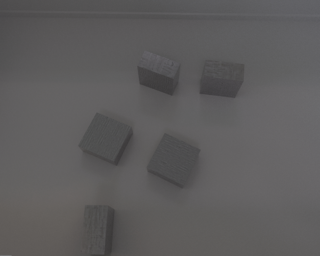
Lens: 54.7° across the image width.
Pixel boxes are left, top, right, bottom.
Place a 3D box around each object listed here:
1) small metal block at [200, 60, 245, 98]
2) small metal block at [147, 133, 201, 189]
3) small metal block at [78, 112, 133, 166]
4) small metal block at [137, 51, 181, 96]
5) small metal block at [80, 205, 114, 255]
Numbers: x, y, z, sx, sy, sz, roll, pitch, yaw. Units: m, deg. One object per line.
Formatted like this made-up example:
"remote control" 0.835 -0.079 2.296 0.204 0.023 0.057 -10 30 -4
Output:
"small metal block" 0.083 -0.066 0.421 0.050 0.050 0.025 7 70 2
"small metal block" 0.017 0.042 0.394 0.050 0.025 0.050 25 72 9
"small metal block" -0.069 0.015 0.404 0.050 0.025 0.050 22 71 8
"small metal block" -0.001 -0.074 0.423 0.050 0.050 0.025 21 72 7
"small metal block" -0.070 0.116 0.353 0.025 0.050 0.050 1 70 0
